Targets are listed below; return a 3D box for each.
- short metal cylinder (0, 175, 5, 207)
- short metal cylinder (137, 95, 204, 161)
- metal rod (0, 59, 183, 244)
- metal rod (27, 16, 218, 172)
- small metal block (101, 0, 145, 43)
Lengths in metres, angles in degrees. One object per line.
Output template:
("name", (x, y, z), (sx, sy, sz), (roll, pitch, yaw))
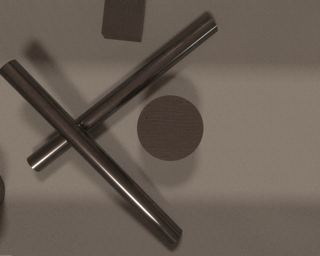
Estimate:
("short metal cylinder", (-0.251, 0.086, 0.396), (0.081, 0.050, 0.079), (0, 90, -1))
("short metal cylinder", (0.012, 0.000, 0.399), (0.081, 0.050, 0.079), (0, 90, -1))
("metal rod", (-0.080, 0.036, 0.390), (0.025, 0.025, 0.300), (-43, 99, 0))
("metal rod", (-0.049, -0.045, 0.410), (0.300, 0.025, 0.025), (-38, 91, -1))
("small metal block", (-0.048, -0.144, 0.411), (0.050, 0.025, 0.050), (6, 90, -1))
